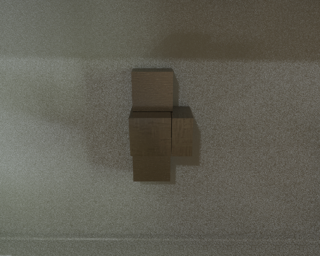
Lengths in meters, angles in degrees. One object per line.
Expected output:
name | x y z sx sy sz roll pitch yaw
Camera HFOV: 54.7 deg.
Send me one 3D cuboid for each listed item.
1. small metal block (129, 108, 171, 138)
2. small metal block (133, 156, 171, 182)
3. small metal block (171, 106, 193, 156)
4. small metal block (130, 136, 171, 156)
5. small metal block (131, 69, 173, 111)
small metal block | -0.012 -0.009 0.393 0.050 0.050 0.025 0 110 0
small metal block | -0.011 0.045 0.426 0.050 0.025 0.050 0 110 0
small metal block | 0.027 0.003 0.397 0.025 0.050 0.050 0 110 0
small metal block | -0.011 0.014 0.401 0.050 0.050 0.025 0 110 0
small metal block | -0.009 -0.048 0.391 0.050 0.025 0.050 0 110 0
